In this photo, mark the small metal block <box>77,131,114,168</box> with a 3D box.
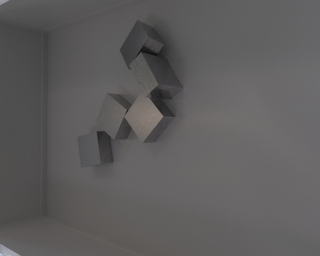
[{"bbox_3d":[-0.103,0.034,0.492,0.050,0.025,0.050,-15,81,39],"label":"small metal block"}]

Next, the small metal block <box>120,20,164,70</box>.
[{"bbox_3d":[-0.026,-0.109,0.419,0.050,0.025,0.050,-53,41,27],"label":"small metal block"}]

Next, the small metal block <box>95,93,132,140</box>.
[{"bbox_3d":[-0.064,-0.017,0.460,0.050,0.025,0.050,39,114,33],"label":"small metal block"}]

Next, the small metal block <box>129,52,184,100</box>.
[{"bbox_3d":[-0.004,-0.065,0.394,0.025,0.050,0.050,-40,66,33],"label":"small metal block"}]

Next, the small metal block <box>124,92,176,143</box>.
[{"bbox_3d":[-0.015,-0.015,0.419,0.050,0.025,0.050,-51,60,27],"label":"small metal block"}]
